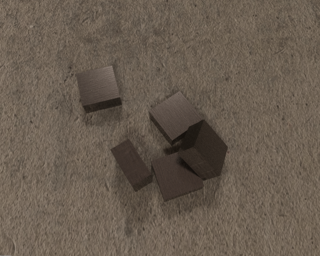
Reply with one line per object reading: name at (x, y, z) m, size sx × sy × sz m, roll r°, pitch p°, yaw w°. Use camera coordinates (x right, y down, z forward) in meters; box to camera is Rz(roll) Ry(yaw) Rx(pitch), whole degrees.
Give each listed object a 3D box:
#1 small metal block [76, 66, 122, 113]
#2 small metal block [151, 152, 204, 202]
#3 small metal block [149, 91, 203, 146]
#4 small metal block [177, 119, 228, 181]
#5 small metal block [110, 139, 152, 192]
small metal block at (-0.084, -0.053, 0.427) m, size 0.050 × 0.025 × 0.050 m, roll -14°, pitch 71°, yaw -6°
small metal block at (0.021, 0.059, 0.387) m, size 0.050 × 0.025 × 0.050 m, roll -18°, pitch 71°, yaw -7°
small metal block at (0.021, -0.013, 0.413) m, size 0.050 × 0.025 × 0.050 m, roll -35°, pitch 74°, yaw -12°
small metal block at (0.054, 0.027, 0.377) m, size 0.050 × 0.025 × 0.050 m, roll 47°, pitch 42°, yaw -18°
small metal block at (-0.034, 0.047, 0.377) m, size 0.025 × 0.050 × 0.050 m, roll -31°, pitch 73°, yaw -11°
